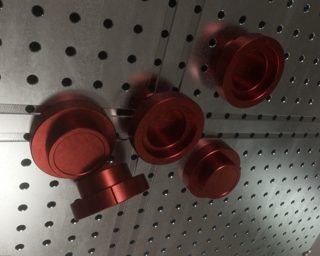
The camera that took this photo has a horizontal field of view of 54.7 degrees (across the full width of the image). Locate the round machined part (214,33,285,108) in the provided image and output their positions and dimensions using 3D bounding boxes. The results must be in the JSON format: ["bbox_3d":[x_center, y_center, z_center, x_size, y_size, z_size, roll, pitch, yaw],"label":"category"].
[{"bbox_3d":[0.114,-0.079,0.416,0.099,0.042,0.097,-14,125,-21],"label":"round machined part"}]

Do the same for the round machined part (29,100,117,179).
[{"bbox_3d":[-0.098,0.020,0.360,0.099,0.042,0.097,-14,124,-21],"label":"round machined part"}]

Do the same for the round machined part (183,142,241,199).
[{"bbox_3d":[0.090,0.075,0.498,0.099,0.042,0.097,-14,125,-21],"label":"round machined part"}]

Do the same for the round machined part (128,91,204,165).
[{"bbox_3d":[0.005,-0.004,0.402,0.099,0.042,0.097,-14,125,-21],"label":"round machined part"}]

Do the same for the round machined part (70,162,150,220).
[{"bbox_3d":[-0.066,0.075,0.389,0.099,0.098,0.042,-21,83,-16],"label":"round machined part"}]
